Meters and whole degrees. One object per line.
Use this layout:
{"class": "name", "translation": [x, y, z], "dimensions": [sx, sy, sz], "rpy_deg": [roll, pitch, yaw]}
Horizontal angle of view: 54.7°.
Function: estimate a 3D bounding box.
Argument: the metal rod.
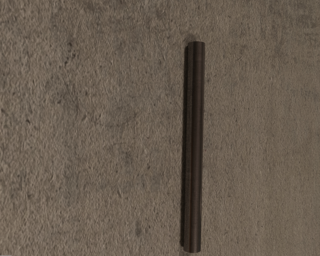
{"class": "metal rod", "translation": [0.050, 0.026, 0.448], "dimensions": [0.025, 0.025, 0.298], "rpy_deg": [2, 89, -40]}
